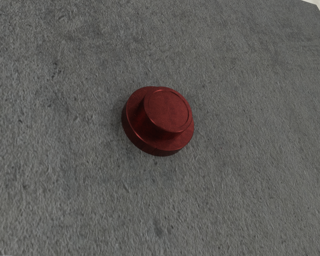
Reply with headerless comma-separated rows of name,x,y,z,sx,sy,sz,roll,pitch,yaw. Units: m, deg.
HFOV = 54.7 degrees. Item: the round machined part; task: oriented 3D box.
round machined part,0.003,-0.015,0.406,0.099,0.042,0.098,14,56,-21
